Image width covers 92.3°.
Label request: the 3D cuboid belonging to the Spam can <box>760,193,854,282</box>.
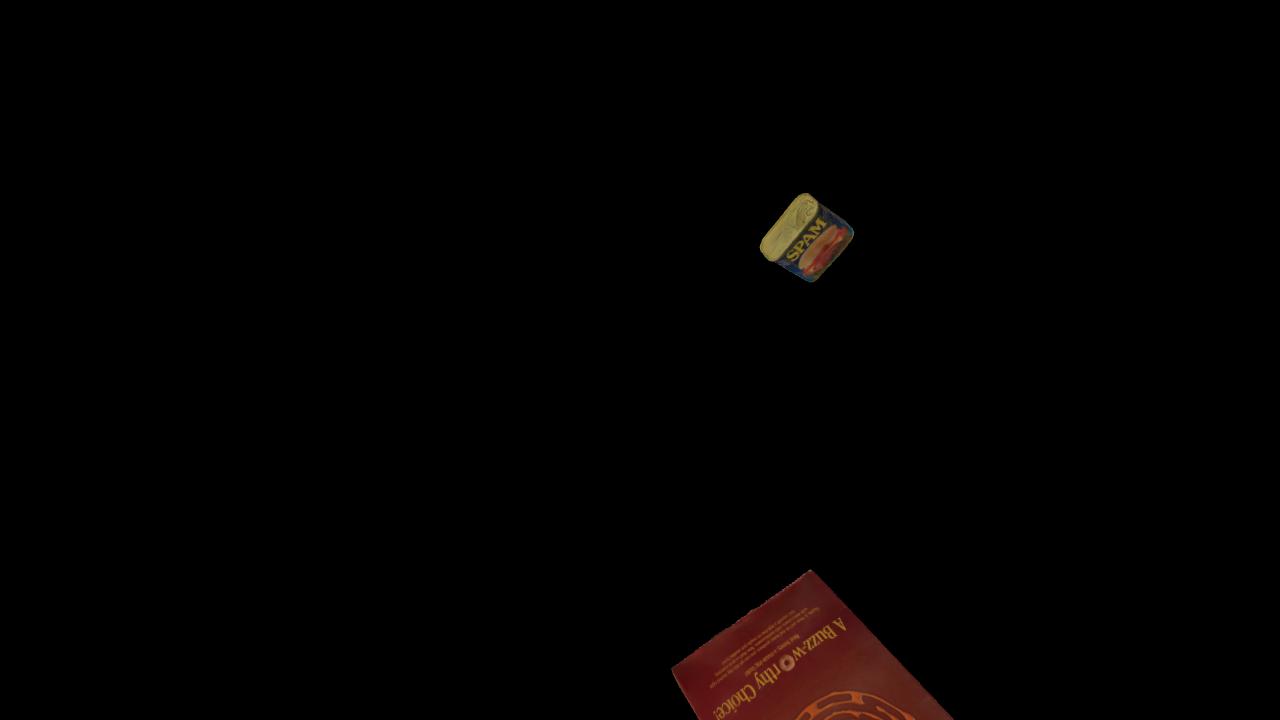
[{"bbox_3d":[0.236,-0.169,0.867,0.085,0.101,0.058,23,29,-32],"label":"Spam can"}]

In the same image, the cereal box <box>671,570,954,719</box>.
[{"bbox_3d":[0.194,0.384,0.603,0.203,0.081,0.306,-31,39,-13],"label":"cereal box"}]
